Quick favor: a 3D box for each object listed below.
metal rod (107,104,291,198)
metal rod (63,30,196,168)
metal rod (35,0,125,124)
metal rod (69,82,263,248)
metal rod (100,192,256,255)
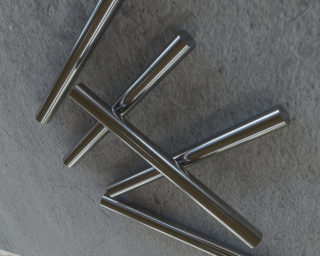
[{"bbox_3d":[0.027,0.044,0.418,0.299,0.025,0.025,-29,103,37],"label":"metal rod"},{"bbox_3d":[-0.060,-0.020,0.424,0.025,0.025,0.299,46,129,-5],"label":"metal rod"},{"bbox_3d":[-0.101,-0.098,0.397,0.025,0.025,0.299,44,129,-3],"label":"metal rod"},{"bbox_3d":[0.007,0.047,0.397,0.300,0.025,0.025,40,129,0],"label":"metal rod"},{"bbox_3d":[0.042,0.168,0.487,0.301,0.025,0.025,19,126,16],"label":"metal rod"}]
